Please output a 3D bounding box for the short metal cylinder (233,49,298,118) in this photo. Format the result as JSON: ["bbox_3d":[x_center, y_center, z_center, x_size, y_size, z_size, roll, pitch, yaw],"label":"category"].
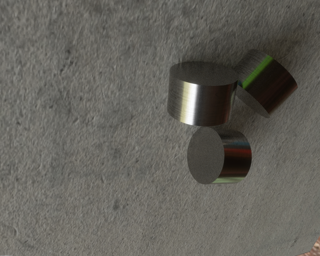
[{"bbox_3d":[0.131,-0.058,0.409,0.050,0.080,0.080,-47,130,5],"label":"short metal cylinder"}]

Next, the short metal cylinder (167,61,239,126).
[{"bbox_3d":[0.050,-0.043,0.374,0.081,0.080,0.050,-11,123,-23],"label":"short metal cylinder"}]

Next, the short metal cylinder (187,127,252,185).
[{"bbox_3d":[0.083,0.040,0.444,0.050,0.080,0.079,5,116,-31],"label":"short metal cylinder"}]
